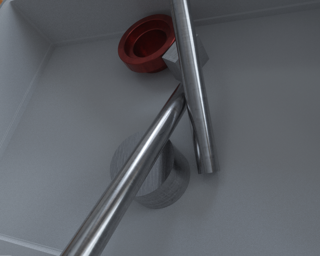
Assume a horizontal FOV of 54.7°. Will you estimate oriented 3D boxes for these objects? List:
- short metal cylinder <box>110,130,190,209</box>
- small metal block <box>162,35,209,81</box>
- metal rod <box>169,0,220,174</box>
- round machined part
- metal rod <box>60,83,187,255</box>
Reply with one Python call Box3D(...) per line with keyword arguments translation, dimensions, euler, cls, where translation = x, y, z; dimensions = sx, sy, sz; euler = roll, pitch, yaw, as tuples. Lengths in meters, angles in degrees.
Box3D(translation=(-0.011, 0.049, 0.364), dimensions=(0.080, 0.050, 0.080), euler=(-13, 56, 21), cls="short metal cylinder")
Box3D(translation=(0.037, -0.097, 0.429), dimensions=(0.025, 0.050, 0.050), euler=(32, 79, 37), cls="small metal block")
Box3D(translation=(0.032, -0.096, 0.366), dimensions=(0.025, 0.025, 0.298), euler=(-12, 83, 21), cls="metal rod")
Box3D(translation=(-0.012, -0.123, 0.475), dimensions=(0.098, 0.042, 0.098), euler=(-13, 56, 20), cls="round machined part")
Box3D(translation=(-0.024, 0.040, 0.290), dimensions=(0.025, 0.025, 0.301), euler=(1, 37, 28), cls="metal rod")
